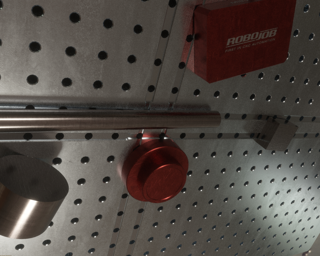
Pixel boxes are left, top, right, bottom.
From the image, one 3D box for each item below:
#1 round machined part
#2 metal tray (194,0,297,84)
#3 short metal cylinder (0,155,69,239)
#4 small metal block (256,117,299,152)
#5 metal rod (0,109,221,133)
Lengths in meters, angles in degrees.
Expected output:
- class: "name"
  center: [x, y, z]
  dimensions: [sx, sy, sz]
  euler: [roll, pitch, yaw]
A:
- class: "round machined part"
  center: [-0.001, 0.068, 0.443]
  dimensions: [0.099, 0.042, 0.097]
  euler: [-14, 124, -21]
- class: "metal tray"
  center: [0.108, -0.117, 0.397]
  dimensions: [0.131, 0.030, 0.089]
  euler: [-18, 126, -19]
- class: "short metal cylinder"
  center: [-0.149, 0.073, 0.340]
  dimensions: [0.080, 0.080, 0.050]
  euler: [22, 106, -37]
- class: "small metal block"
  center: [0.201, 0.011, 0.531]
  dimensions: [0.050, 0.025, 0.050]
  euler: [8, 115, -32]
- class: "metal rod"
  center: [-0.052, -0.010, 0.377]
  dimensions: [0.303, 0.025, 0.025]
  euler: [-1, 119, -28]
